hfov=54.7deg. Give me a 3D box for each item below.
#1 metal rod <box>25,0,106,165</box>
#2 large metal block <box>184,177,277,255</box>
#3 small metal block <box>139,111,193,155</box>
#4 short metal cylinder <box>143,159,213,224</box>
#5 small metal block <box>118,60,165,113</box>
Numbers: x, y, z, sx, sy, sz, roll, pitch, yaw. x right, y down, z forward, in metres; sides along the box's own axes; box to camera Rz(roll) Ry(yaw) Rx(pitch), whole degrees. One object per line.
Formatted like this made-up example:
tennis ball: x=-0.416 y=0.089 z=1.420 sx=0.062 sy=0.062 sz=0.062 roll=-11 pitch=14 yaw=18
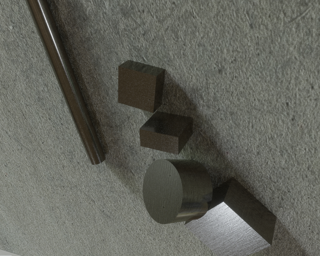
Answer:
metal rod: x=-0.133 y=-0.080 z=0.425 sx=0.025 sy=0.025 sz=0.298 roll=-1 pitch=118 yaw=28
large metal block: x=0.094 y=0.126 z=0.418 sx=0.080 sy=0.050 sz=0.080 roll=43 pitch=129 yaw=-2
small metal block: x=0.009 y=0.005 z=0.388 sx=0.050 sy=0.050 sz=0.025 roll=12 pitch=123 yaw=21
short metal cylinder: x=0.021 y=0.081 z=0.402 sx=0.080 sy=0.050 sz=0.080 roll=-9 pitch=78 yaw=51
small metal block: x=-0.024 y=-0.052 z=0.386 sx=0.050 sy=0.025 sz=0.050 roll=18 pitch=125 yaw=17
